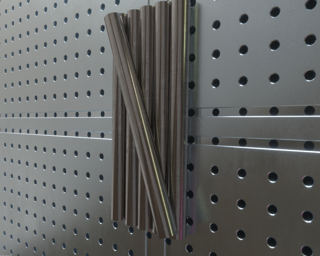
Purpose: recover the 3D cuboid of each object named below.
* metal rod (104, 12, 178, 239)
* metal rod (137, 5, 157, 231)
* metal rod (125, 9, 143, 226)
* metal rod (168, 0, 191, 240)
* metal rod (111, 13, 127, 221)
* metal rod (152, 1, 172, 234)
[{"bbox_3d":[-0.028,-0.013,0.401,0.025,0.025,0.299,-24,75,37],"label":"metal rod"},{"bbox_3d":[-0.017,-0.013,0.423,0.025,0.025,0.298,1,91,40],"label":"metal rod"},{"bbox_3d":[-0.035,-0.014,0.439,0.025,0.025,0.298,1,91,40],"label":"metal rod"},{"bbox_3d":[0.024,-0.012,0.391,0.025,0.025,0.298,2,91,40],"label":"metal rod"},{"bbox_3d":[-0.058,-0.015,0.457,0.025,0.025,0.298,1,91,40],"label":"metal rod"},{"bbox_3d":[0.004,-0.013,0.408,0.025,0.025,0.298,1,91,40],"label":"metal rod"}]
